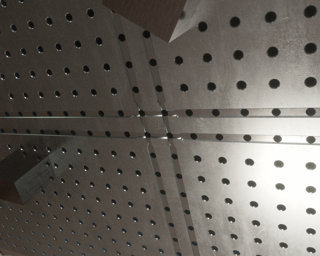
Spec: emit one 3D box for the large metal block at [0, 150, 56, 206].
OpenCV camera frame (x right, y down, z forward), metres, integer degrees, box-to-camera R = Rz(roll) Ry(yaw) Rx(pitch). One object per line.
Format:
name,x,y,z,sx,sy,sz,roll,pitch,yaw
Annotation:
large metal block,-0.253,0.087,0.559,0.080,0.080,0.050,6,121,24

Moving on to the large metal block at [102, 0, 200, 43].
large metal block,-0.001,-0.145,0.305,0.080,0.050,0.079,32,128,7
